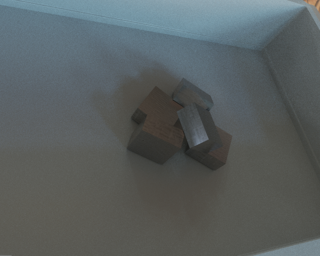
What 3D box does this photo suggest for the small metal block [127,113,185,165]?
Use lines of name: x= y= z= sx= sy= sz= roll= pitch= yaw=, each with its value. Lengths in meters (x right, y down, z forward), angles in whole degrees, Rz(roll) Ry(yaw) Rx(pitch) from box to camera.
small metal block: x=-0.006 y=0.015 z=0.376 sx=0.050 sy=0.050 sz=0.025 roll=26 pitch=53 yaw=-13

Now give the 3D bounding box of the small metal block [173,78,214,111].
small metal block: x=0.047 y=-0.043 z=0.443 sx=0.050 sy=0.025 sz=0.050 roll=32 pitch=19 yaw=-8

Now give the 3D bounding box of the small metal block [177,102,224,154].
small metal block: x=0.051 y=0.001 z=0.385 sx=0.050 sy=0.025 sz=0.050 roll=22 pitch=45 yaw=-57

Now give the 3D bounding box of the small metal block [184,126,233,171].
small metal block: x=0.068 y=0.022 z=0.428 sx=0.050 sy=0.025 sz=0.050 roll=31 pitch=52 yaw=-9

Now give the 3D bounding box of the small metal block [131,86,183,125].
small metal block: x=-0.002 y=-0.020 z=0.415 sx=0.050 sy=0.025 sz=0.050 roll=37 pitch=51 yaw=-4
